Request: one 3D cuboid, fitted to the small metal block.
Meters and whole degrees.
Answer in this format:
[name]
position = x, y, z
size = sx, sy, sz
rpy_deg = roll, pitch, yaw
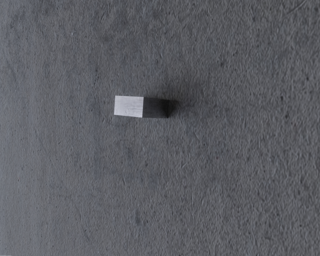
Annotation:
[small metal block]
position = -0.024, -0.027, 0.407
size = 0.050, 0.050, 0.025
rpy_deg = 7, 95, 39
